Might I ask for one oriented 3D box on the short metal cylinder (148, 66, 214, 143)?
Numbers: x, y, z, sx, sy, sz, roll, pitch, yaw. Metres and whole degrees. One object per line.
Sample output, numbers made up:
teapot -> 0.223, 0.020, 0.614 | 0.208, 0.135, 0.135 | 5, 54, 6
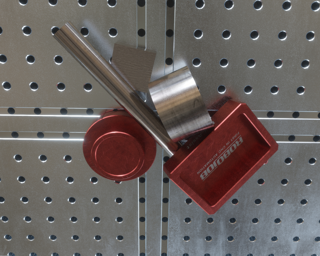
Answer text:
short metal cylinder -> 0.026, -0.028, 0.374 | 0.050, 0.080, 0.080 | -24, 109, 8

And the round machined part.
round machined part -> -0.054, 0.029, 0.413 | 0.099, 0.042, 0.097 | 0, 110, -1

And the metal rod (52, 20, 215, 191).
metal rod -> -0.012, -0.007, 0.393 | 0.025, 0.025, 0.300 | -38, 114, 12

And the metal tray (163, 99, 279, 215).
metal tray -> 0.080, 0.038, 0.403 | 0.130, 0.030, 0.090 | -45, 113, -2

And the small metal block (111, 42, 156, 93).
small metal block -> -0.035, -0.076, 0.385 | 0.050, 0.025, 0.050 | 12, 110, -5
